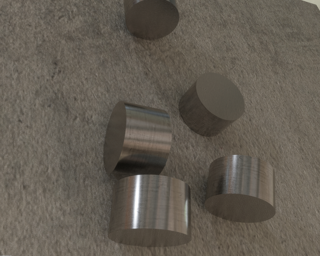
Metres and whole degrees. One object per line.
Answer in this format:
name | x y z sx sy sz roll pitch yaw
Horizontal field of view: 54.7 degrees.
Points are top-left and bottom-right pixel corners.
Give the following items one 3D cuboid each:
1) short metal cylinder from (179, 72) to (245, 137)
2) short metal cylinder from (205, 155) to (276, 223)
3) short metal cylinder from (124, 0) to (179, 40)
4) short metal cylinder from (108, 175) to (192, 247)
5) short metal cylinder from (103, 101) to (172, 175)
short metal cylinder | 0.075 -0.034 0.451 0.081 0.050 0.080 14 56 -21
short metal cylinder | 0.098 0.076 0.377 0.080 0.080 0.050 24 53 -14
short metal cylinder | -0.014 -0.182 0.474 0.081 0.080 0.050 6 59 -26
short metal cylinder | -0.009 0.086 0.312 0.081 0.080 0.050 15 56 -20
short metal cylinder | -0.027 0.014 0.347 0.050 0.080 0.080 11 57 -23
